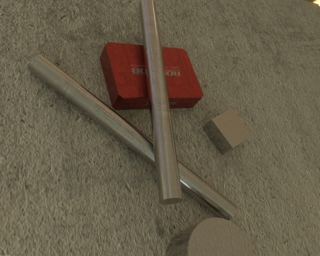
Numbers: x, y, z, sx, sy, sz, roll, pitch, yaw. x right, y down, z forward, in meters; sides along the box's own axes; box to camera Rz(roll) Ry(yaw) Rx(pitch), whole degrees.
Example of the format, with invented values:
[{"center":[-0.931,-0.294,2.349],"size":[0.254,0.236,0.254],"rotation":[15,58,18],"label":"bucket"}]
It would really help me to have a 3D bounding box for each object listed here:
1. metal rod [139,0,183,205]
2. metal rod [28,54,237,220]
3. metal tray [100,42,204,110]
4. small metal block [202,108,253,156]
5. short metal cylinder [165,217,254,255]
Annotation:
[{"center":[-0.004,-0.054,0.395],"size":[0.025,0.025,0.299],"rotation":[7,59,-25],"label":"metal rod"},{"center":[-0.031,0.014,0.378],"size":[0.300,0.025,0.025],"rotation":[38,51,-3],"label":"metal rod"},{"center":[-0.011,-0.073,0.439],"size":[0.131,0.030,0.090],"rotation":[-4,63,-30],"label":"metal tray"},{"center":[0.099,0.005,0.454],"size":[0.050,0.025,0.050],"rotation":[-26,76,-37],"label":"small metal block"},{"center":[0.053,0.142,0.330],"size":[0.081,0.050,0.080],"rotation":[14,56,-21],"label":"short metal cylinder"}]
